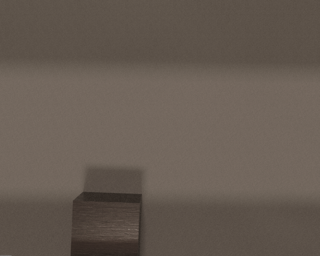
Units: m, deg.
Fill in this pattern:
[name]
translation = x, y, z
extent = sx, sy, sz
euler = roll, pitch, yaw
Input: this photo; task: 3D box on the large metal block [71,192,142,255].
[large metal block]
translation = -0.066, 0.129, 0.398
extent = 0.081, 0.050, 0.079
euler = 2, 90, -1
